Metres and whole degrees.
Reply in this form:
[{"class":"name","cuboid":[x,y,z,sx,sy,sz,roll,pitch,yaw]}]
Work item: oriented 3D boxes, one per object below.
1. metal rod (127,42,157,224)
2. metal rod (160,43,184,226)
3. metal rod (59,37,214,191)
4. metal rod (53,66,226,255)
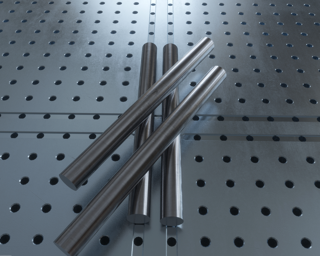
[{"class":"metal rod","cuboid":[-0.020,-0.019,0.424,0.025,0.025,0.300,1,50,1]},{"class":"metal rod","cuboid":[0.015,-0.016,0.422,0.025,0.025,0.300,1,50,1]},{"class":"metal rod","cuboid":[-0.012,-0.037,0.407,0.025,0.025,0.301,28,55,21]},{"class":"metal rod","cuboid":[-0.002,0.017,0.361,0.025,0.025,0.301,28,55,21]}]
